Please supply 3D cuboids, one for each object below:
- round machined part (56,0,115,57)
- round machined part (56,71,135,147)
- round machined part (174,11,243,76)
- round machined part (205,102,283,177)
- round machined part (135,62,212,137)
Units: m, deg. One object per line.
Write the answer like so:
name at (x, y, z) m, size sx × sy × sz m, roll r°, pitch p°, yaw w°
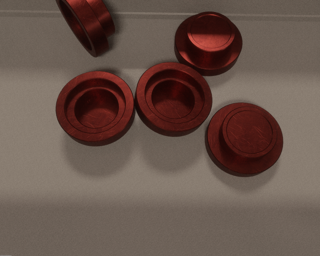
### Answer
round machined part at (-0.098, -0.150, 0.425) m, size 0.042 × 0.098 × 0.098 m, roll -36°, pitch 74°, yaw -12°
round machined part at (-0.081, -0.022, 0.408) m, size 0.099 × 0.042 × 0.098 m, roll 0°, pitch 70°, yaw 0°
round machined part at (0.071, -0.128, 0.448) m, size 0.099 × 0.042 × 0.098 m, roll 0°, pitch 70°, yaw -1°
round machined part at (0.110, 0.011, 0.398) m, size 0.099 × 0.042 × 0.098 m, roll 0°, pitch 70°, yaw -1°
round machined part at (0.015, -0.034, 0.408) m, size 0.099 × 0.042 × 0.098 m, roll 4°, pitch 69°, yaw -10°
